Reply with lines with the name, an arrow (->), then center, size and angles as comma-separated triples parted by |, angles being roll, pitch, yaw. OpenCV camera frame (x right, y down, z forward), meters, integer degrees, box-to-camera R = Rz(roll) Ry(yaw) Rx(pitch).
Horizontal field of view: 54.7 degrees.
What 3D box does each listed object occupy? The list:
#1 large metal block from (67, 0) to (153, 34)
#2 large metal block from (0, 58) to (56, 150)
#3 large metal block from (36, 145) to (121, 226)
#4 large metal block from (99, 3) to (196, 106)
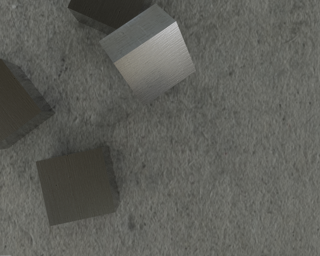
large metal block -> -0.058, -0.165, 0.397 | 0.080, 0.050, 0.080 | 24, 90, -1
large metal block -> -0.198, -0.028, 0.395 | 0.080, 0.050, 0.080 | -37, 90, 0
large metal block -> -0.101, 0.071, 0.396 | 0.080, 0.050, 0.080 | -12, 90, -1
large metal block -> -0.013, -0.086, 0.376 | 0.080, 0.080, 0.050 | -34, 51, 0
